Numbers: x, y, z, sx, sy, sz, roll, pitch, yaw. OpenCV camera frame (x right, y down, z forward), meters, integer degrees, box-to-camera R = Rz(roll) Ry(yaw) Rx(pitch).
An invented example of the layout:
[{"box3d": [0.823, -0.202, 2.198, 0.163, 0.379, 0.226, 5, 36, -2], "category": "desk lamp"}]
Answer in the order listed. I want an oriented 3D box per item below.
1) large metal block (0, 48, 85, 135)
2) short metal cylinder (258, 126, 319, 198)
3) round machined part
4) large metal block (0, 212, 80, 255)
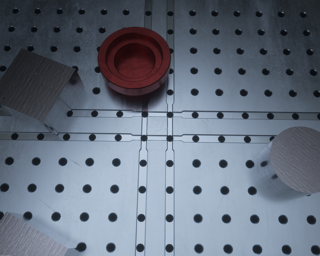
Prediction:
[{"box3d": [-0.161, -0.048, 0.415, 0.080, 0.050, 0.080, 22, 71, 7], "category": "large metal block"}, {"box3d": [0.168, 0.044, 0.383, 0.081, 0.050, 0.080, 0, 70, 0], "category": "short metal cylinder"}, {"box3d": [-0.034, -0.089, 0.435, 0.099, 0.042, 0.098, 0, 70, 0], "category": "round machined part"}, {"box3d": [-0.151, 0.150, 0.342, 0.080, 0.050, 0.080, 27, 72, 9], "category": "large metal block"}]
